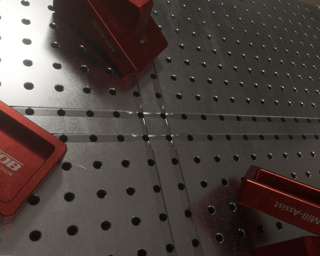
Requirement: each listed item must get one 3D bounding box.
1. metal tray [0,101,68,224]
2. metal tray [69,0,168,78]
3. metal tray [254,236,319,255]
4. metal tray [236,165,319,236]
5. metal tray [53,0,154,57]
[{"bbox_3d":[-0.171,0.019,0.301,0.130,0.030,0.090,35,51,-6],"label":"metal tray"},{"bbox_3d":[-0.053,-0.148,0.438,0.130,0.030,0.090,54,48,-19],"label":"metal tray"},{"bbox_3d":[0.195,0.158,0.377,0.131,0.090,0.030,12,57,-22],"label":"metal tray"},{"bbox_3d":[0.166,0.089,0.377,0.130,0.030,0.090,20,11,20],"label":"metal tray"},{"bbox_3d":[-0.080,-0.162,0.413,0.130,0.089,0.030,35,53,3],"label":"metal tray"}]
